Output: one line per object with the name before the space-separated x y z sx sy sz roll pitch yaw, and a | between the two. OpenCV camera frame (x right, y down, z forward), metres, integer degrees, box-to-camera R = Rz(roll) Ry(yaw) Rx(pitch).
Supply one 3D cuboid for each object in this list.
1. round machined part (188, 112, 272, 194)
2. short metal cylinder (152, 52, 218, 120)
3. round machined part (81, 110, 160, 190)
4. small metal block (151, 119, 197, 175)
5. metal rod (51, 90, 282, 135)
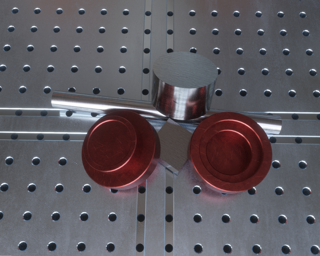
round machined part | 0.083 0.032 0.385 0.099 0.042 0.098 1 72 -3
short metal cylinder | 0.030 -0.056 0.399 0.081 0.050 0.080 3 44 -2
round machined part | -0.053 0.023 0.376 0.098 0.042 0.098 -6 70 17
small metal block | 0.017 0.024 0.399 0.050 0.025 0.050 35 73 11
metal rod | 0.007 -0.021 0.416 0.302 0.025 0.025 7 70 2
